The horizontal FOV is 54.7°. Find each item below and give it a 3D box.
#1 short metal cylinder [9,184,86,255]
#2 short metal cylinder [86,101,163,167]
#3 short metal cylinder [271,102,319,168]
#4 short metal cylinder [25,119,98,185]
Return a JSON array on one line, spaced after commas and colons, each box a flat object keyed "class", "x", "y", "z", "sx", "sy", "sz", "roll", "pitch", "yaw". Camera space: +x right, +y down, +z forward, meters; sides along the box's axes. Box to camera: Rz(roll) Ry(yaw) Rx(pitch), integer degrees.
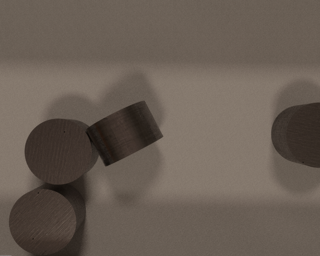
[{"class": "short metal cylinder", "x": -0.141, "y": 0.113, "z": 0.397, "sx": 0.081, "sy": 0.050, "sz": 0.079, "roll": 0, "pitch": 90, "yaw": -1}, {"class": "short metal cylinder", "x": -0.043, "y": 0.007, "z": 0.383, "sx": 0.080, "sy": 0.080, "sz": 0.050, "roll": -27, "pitch": 90, "yaw": 0}, {"class": "short metal cylinder", "x": 0.193, "y": 0.009, "z": 0.402, "sx": 0.081, "sy": 0.050, "sz": 0.079, "roll": 0, "pitch": 90, "yaw": -1}, {"class": "short metal cylinder", "x": -0.123, "y": 0.028, "z": 0.397, "sx": 0.081, "sy": 0.050, "sz": 0.079, "roll": 0, "pitch": 90, "yaw": -1}]
